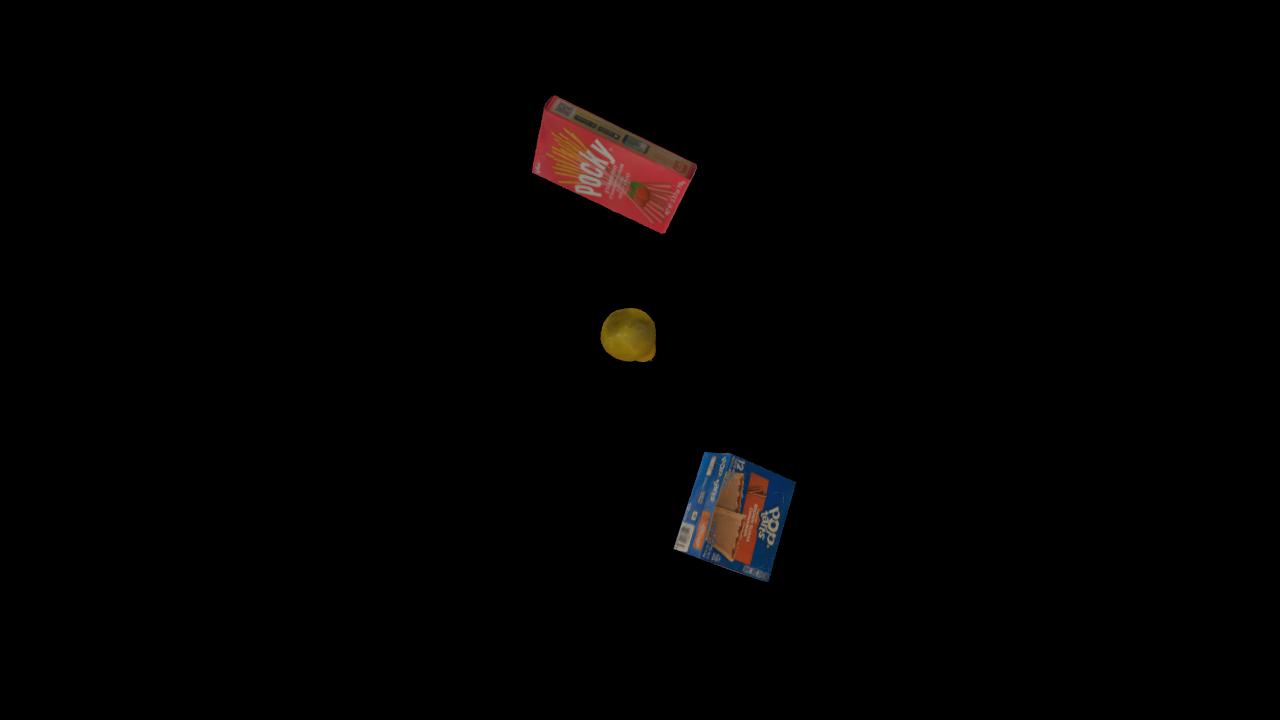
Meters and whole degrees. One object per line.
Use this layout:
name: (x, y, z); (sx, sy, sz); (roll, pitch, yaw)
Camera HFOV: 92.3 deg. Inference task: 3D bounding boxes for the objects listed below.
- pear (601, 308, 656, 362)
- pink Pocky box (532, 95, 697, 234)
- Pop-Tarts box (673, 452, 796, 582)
pear: (-0.003, -0.022, 0.873); (0.080, 0.080, 0.111); (0, -30, 43)
pink Pocky box: (-0.029, -0.191, 0.614); (0.155, 0.029, 0.084); (25, -33, -5)
Pop-Tarts box: (0.154, 0.250, 0.991); (0.141, 0.167, 0.083); (27, -15, -23)
